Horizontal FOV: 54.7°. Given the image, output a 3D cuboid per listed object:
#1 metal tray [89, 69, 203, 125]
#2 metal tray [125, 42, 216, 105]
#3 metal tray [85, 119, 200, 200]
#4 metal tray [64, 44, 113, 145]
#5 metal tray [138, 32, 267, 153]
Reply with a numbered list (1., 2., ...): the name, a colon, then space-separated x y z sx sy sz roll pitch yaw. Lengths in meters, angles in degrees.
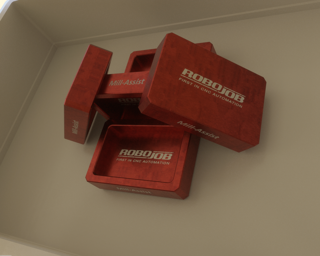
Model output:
1. metal tray: -0.020 -0.032 0.392 0.130 0.090 0.030 1 62 28
2. metal tray: 0.010 -0.071 0.439 0.130 0.030 0.090 0 62 27
3. metal tray: -0.022 0.035 0.388 0.130 0.030 0.090 1 62 28
4. metal tray: -0.100 -0.040 0.422 0.030 0.129 0.090 19 65 -9
5. metal tray: 0.051 -0.037 0.341 0.030 0.131 0.090 -40 31 61
